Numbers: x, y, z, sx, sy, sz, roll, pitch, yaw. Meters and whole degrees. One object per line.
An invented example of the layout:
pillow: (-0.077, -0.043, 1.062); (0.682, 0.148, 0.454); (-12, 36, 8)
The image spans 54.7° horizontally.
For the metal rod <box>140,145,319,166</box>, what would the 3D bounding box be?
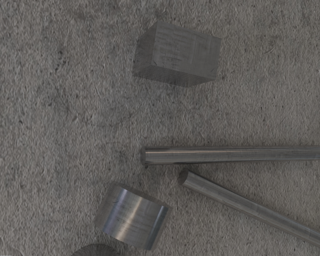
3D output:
metal rod: (0.120, 0.038, 0.453); (0.302, 0.025, 0.025); (1, 90, -20)

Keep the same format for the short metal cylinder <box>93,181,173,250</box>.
short metal cylinder: (-0.031, 0.102, 0.369); (0.080, 0.080, 0.050); (27, 81, -18)

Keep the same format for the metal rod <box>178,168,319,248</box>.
metal rod: (0.159, 0.131, 0.468); (0.301, 0.025, 0.025); (27, 81, -18)

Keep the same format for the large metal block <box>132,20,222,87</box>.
large metal block: (0.018, -0.087, 0.386); (0.081, 0.080, 0.050); (9, 87, -20)

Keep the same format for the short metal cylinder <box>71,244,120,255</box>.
short metal cylinder: (-0.076, 0.187, 0.368); (0.081, 0.050, 0.080); (0, 90, -20)
